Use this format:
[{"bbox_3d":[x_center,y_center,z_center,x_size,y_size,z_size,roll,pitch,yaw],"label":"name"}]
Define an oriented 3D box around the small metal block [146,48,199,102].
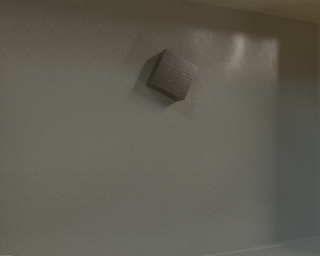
[{"bbox_3d":[0.016,-0.070,0.416,0.050,0.025,0.050,26,81,-18],"label":"small metal block"}]
